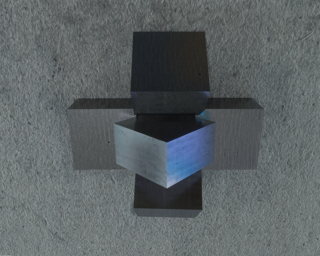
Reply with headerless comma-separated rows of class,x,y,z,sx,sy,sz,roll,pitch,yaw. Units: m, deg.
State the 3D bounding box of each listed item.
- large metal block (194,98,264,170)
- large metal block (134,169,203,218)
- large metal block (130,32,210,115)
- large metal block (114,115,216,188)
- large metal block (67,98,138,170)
large metal block,0.081,0.006,0.398,0.081,0.050,0.079,0,110,-1
large metal block,0.010,0.087,0.407,0.081,0.080,0.050,1,67,0
large metal block,0.010,-0.062,0.353,0.081,0.080,0.050,0,154,0
large metal block,0.006,0.017,0.353,0.080,0.081,0.050,18,117,41
large metal block,-0.068,0.006,0.399,0.081,0.050,0.079,-1,110,-1
